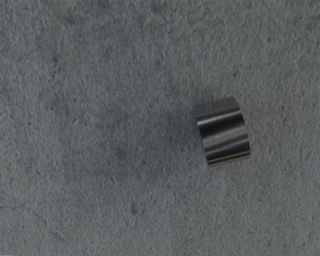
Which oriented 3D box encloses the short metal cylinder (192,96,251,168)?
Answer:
[{"bbox_3d":[0.074,0.005,0.384,0.050,0.080,0.080,-15,110,5],"label":"short metal cylinder"}]
